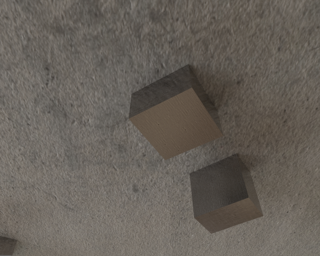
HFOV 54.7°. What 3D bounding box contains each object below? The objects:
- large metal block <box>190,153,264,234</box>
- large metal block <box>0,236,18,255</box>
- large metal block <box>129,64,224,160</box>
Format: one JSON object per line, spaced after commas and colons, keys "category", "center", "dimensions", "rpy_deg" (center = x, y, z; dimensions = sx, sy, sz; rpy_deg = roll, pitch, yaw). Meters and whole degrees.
{"category": "large metal block", "center": [0.094, 0.096, 0.454], "dimensions": [0.080, 0.080, 0.050], "rpy_deg": [-27, 125, 21]}
{"category": "large metal block", "center": [-0.333, 0.249, 0.598], "dimensions": [0.080, 0.050, 0.080], "rpy_deg": [21, 127, -18]}
{"category": "large metal block", "center": [0.020, -0.017, 0.377], "dimensions": [0.080, 0.050, 0.080], "rpy_deg": [-25, 126, 19]}
